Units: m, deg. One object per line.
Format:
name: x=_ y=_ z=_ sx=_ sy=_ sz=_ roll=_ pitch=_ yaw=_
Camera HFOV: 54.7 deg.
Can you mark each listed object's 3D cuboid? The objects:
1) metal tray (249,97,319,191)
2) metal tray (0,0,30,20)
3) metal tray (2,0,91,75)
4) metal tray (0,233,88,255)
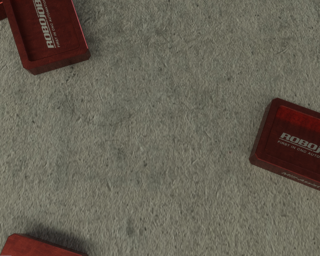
metal tray: x=0.192 y=0.025 z=0.397 sx=0.130 sy=0.030 sz=0.090 roll=22 pitch=71 yaw=7
metal tray: x=-0.256 y=-0.237 z=0.490 sx=0.090 sy=0.030 sz=0.130 roll=-30 pitch=73 yaw=-11
metal tray: x=-0.163 y=-0.151 z=0.442 sx=0.091 sy=0.030 sz=0.129 roll=-19 pitch=86 yaw=-7
metal tray: x=-0.143 y=0.191 z=0.334 sx=0.090 sy=0.030 sz=0.130 roll=16 pitch=71 yaw=5
